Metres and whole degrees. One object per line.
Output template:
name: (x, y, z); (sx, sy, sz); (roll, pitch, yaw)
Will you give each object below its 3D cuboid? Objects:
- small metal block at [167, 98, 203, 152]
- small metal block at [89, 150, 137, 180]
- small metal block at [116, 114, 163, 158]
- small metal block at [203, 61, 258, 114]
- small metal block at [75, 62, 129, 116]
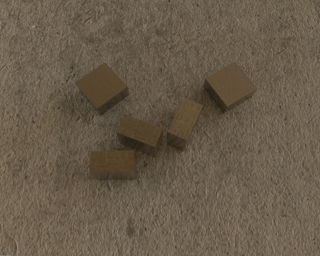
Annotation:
small metal block: (0.031, -0.003, 0.396); (0.025, 0.050, 0.050); (24, 72, 8)
small metal block: (-0.055, 0.046, 0.377); (0.050, 0.050, 0.025); (-2, 70, -1)
small metal block: (-0.024, 0.011, 0.390); (0.050, 0.050, 0.025); (20, 72, 7)
small metal block: (0.096, -0.056, 0.429); (0.050, 0.025, 0.050); (-31, 73, -11)
small metal block: (-0.079, -0.054, 0.427); (0.050, 0.025, 0.050); (-39, 75, -13)
